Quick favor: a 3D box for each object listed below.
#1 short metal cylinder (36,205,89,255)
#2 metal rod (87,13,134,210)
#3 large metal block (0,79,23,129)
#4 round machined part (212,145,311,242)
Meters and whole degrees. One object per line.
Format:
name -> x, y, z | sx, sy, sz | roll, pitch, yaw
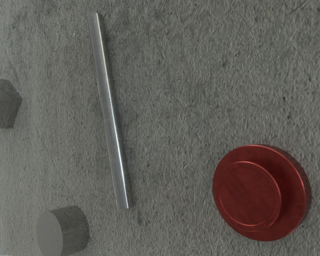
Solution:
short metal cylinder -> -0.165, 0.176, 0.525 | 0.080, 0.050, 0.080 | 0, 90, 40
metal rod -> -0.076, -0.030, 0.467 | 0.025, 0.025, 0.298 | -17, 79, 39
large metal block -> -0.355, -0.054, 0.681 | 0.080, 0.050, 0.080 | 43, 116, 31
round machined part -> 0.096, 0.066, 0.315 | 0.098, 0.042, 0.097 | 0, 90, 40
